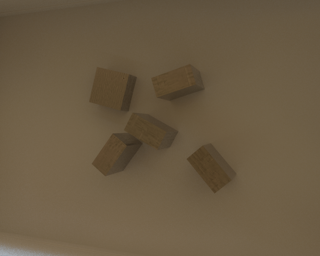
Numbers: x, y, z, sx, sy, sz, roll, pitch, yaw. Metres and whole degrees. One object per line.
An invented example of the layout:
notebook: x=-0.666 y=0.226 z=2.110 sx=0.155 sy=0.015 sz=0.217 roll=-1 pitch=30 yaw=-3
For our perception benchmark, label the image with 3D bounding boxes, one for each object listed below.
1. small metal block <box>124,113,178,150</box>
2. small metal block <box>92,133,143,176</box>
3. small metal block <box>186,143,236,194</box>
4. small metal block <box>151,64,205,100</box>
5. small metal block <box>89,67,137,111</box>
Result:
small metal block: x=-0.010 y=0.004 z=0.400 sx=0.050 sy=0.050 sz=0.025 roll=30 pitch=100 yaw=17
small metal block: x=-0.056 y=0.034 z=0.416 sx=0.025 sy=0.050 sz=0.050 roll=39 pitch=102 yaw=15
small metal block: x=0.064 y=0.047 z=0.374 sx=0.025 sy=0.050 sz=0.050 roll=-42 pitch=77 yaw=15
small metal block: x=0.024 y=-0.055 z=0.388 sx=0.050 sy=0.050 sz=0.025 roll=-17 pitch=85 yaw=19
small metal block: x=-0.066 y=-0.054 z=0.433 sx=0.050 sy=0.025 sz=0.050 roll=16 pitch=95 yaw=19
